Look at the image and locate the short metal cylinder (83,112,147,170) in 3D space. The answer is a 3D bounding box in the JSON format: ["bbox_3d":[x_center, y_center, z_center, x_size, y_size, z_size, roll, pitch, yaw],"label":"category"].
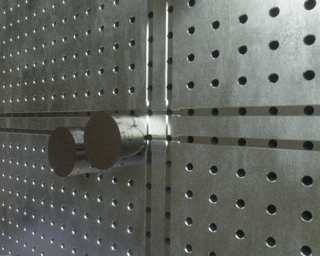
[{"bbox_3d":[-0.065,0.018,0.447,0.080,0.050,0.079,0,90,40],"label":"short metal cylinder"}]

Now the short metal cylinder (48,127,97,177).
[{"bbox_3d":[-0.140,0.038,0.509,0.080,0.050,0.079,0,90,40],"label":"short metal cylinder"}]
